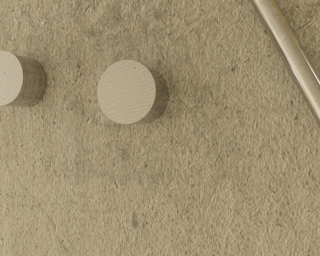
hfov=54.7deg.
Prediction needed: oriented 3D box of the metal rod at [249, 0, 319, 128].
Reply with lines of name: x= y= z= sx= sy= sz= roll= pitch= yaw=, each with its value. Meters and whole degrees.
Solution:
metal rod: x=0.140 y=-0.111 z=0.359 sx=0.025 sy=0.025 sz=0.299 roll=-28 pitch=81 yaw=18

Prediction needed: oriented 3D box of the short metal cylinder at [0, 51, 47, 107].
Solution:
short metal cylinder: x=-0.223 y=-0.073 z=0.474 sx=0.080 sy=0.050 sz=0.080 roll=0 pitch=90 yaw=20

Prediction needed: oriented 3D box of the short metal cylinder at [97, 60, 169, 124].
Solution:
short metal cylinder: x=-0.034 y=-0.045 z=0.408 sx=0.080 sy=0.050 sz=0.080 roll=0 pitch=90 yaw=20
